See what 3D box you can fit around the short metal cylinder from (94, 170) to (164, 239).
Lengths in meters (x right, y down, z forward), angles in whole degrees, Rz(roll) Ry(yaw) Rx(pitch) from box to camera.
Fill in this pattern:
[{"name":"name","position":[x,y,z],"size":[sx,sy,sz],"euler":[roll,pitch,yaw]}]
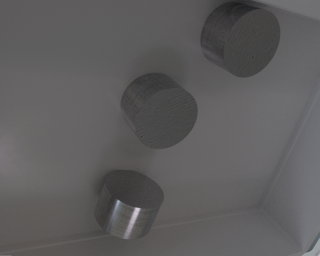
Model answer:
[{"name":"short metal cylinder","position":[-0.041,0.100,0.412],"size":[0.081,0.080,0.050],"euler":[8,115,-32]}]

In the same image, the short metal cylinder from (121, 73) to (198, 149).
[{"name":"short metal cylinder","position":[-0.002,-0.021,0.378],"size":[0.081,0.050,0.079],"euler":[-14,124,-21]}]

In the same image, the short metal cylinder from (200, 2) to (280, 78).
[{"name":"short metal cylinder","position":[0.097,-0.108,0.378],"size":[0.081,0.050,0.079],"euler":[-14,124,-21]}]
